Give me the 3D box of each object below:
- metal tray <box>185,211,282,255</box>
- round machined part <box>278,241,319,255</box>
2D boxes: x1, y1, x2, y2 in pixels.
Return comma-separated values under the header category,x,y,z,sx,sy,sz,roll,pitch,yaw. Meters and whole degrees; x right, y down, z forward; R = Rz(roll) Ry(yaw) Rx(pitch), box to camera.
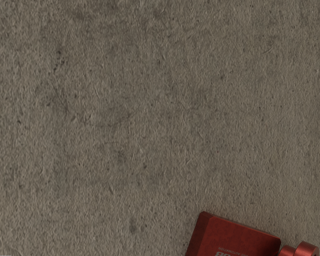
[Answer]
category,x,y,z,sx,sy,sz,roll,pitch,yaw
metal tray,0.105,0.183,0.447,0.131,0.030,0.090,23,82,-19
round machined part,0.199,0.215,0.461,0.099,0.042,0.097,-20,116,-46
